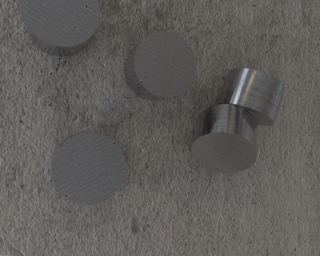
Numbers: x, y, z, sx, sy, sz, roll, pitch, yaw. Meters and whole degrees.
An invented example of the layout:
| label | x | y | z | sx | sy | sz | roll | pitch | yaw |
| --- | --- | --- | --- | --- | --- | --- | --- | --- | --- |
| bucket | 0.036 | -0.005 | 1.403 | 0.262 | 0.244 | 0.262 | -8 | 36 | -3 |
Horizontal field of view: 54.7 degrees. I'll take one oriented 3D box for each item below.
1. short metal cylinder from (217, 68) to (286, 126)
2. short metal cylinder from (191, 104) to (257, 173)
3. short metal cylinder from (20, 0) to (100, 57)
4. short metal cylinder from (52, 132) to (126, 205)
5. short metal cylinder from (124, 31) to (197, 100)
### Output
| label | x | y | z | sx | sy | sz | roll | pitch | yaw |
| --- | --- | --- | --- | --- | --- | --- | --- | --- | --- |
| short metal cylinder | 0.123 | -0.041 | 0.425 | 0.080 | 0.080 | 0.050 | 24 | 82 | -19 |
| short metal cylinder | 0.085 | 0.015 | 0.403 | 0.080 | 0.080 | 0.050 | 33 | 46 | -17 |
| short metal cylinder | -0.113 | -0.127 | 0.354 | 0.081 | 0.050 | 0.080 | 0 | 90 | -20 |
| short metal cylinder | -0.085 | 0.045 | 0.364 | 0.081 | 0.050 | 0.080 | 0 | 90 | -20 |
| short metal cylinder | -0.001 | -0.076 | 0.395 | 0.081 | 0.050 | 0.080 | 0 | 90 | -20 |
